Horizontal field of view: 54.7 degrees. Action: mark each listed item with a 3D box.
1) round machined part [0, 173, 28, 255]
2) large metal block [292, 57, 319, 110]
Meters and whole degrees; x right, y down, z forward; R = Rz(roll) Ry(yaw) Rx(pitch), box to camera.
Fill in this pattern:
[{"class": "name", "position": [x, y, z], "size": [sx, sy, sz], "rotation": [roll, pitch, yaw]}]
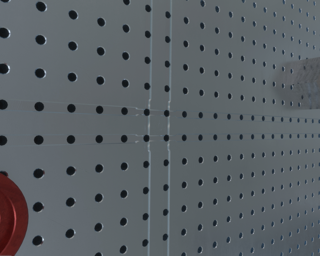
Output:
[{"class": "round machined part", "position": [-0.167, 0.079, 0.258], "size": [0.099, 0.042, 0.097], "rotation": [0, 90, -40]}, {"class": "large metal block", "position": [0.344, -0.098, 0.681], "size": [0.080, 0.050, 0.080], "rotation": [48, 62, -30]}]
